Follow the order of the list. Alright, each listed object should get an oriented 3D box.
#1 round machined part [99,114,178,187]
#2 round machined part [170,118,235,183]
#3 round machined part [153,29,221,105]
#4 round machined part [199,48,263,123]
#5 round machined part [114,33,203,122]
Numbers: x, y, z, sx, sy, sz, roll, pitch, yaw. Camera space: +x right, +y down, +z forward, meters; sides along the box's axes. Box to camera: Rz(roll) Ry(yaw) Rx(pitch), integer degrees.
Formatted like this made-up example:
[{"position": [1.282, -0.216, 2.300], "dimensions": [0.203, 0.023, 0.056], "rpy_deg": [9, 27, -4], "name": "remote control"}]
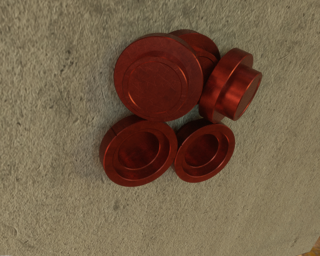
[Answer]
[{"position": [-0.030, 0.024, 0.397], "dimensions": [0.099, 0.042, 0.097], "rpy_deg": [-14, 125, -21], "name": "round machined part"}, {"position": [0.055, 0.027, 0.446], "dimensions": [0.099, 0.042, 0.097], "rpy_deg": [-14, 125, -21], "name": "round machined part"}, {"position": [0.034, -0.066, 0.376], "dimensions": [0.099, 0.042, 0.097], "rpy_deg": [-14, 125, -21], "name": "round machined part"}, {"position": [0.094, -0.048, 0.393], "dimensions": [0.098, 0.042, 0.097], "rpy_deg": [-46, 155, -28], "name": "round machined part"}, {"position": [-0.003, -0.050, 0.336], "dimensions": [0.099, 0.042, 0.097], "rpy_deg": [3, 117, 7], "name": "round machined part"}]
